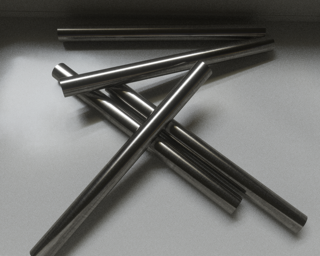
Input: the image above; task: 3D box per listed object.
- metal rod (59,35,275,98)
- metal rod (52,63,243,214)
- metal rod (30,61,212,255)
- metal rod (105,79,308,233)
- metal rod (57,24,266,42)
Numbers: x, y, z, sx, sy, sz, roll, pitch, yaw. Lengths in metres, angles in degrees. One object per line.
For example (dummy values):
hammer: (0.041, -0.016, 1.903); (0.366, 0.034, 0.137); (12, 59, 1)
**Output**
metal rod: (0.019, -0.088, 0.425); (0.302, 0.025, 0.025); (-15, 71, -12)
metal rod: (-0.025, 0.007, 0.406); (0.300, 0.025, 0.025); (37, 74, 12)
metal rod: (-0.041, 0.035, 0.374); (0.025, 0.025, 0.300); (39, 82, 12)
metal rod: (0.050, 0.027, 0.400); (0.300, 0.025, 0.025); (37, 74, 12)
metal rod: (0.003, -0.141, 0.460); (0.302, 0.025, 0.025); (-1, 70, -1)
